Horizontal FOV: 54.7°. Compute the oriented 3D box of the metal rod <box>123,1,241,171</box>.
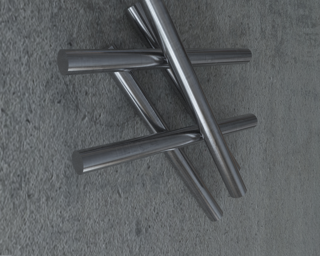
[{"bbox_3d":[0.043,-0.040,0.444,0.025,0.025,0.299,-51,120,-28],"label":"metal rod"}]

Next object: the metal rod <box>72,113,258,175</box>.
[{"bbox_3d":[0.032,0.012,0.403,0.302,0.025,0.025,-11,98,-40],"label":"metal rod"}]

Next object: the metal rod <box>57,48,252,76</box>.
[{"bbox_3d":[0.020,-0.088,0.393,0.302,0.025,0.025,-13,98,-40],"label":"metal rod"}]

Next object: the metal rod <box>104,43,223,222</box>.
[{"bbox_3d":[0.012,0.022,0.418,0.025,0.025,0.299,-49,119,-29],"label":"metal rod"}]

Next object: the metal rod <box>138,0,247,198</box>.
[{"bbox_3d":[0.046,-0.032,0.382,0.025,0.025,0.299,-42,116,-32],"label":"metal rod"}]
